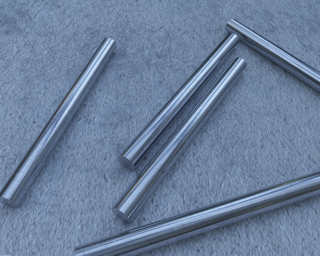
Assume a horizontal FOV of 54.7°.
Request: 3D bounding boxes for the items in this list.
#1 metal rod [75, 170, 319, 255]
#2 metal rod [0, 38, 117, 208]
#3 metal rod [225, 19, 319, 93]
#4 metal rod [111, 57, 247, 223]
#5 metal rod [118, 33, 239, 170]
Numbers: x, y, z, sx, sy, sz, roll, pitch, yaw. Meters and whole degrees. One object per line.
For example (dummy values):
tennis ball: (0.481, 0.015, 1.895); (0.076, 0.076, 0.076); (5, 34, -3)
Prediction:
metal rod: (0.065, 0.090, 0.327); (0.302, 0.025, 0.025); (-14, 52, -12)
metal rod: (-0.125, -0.030, 0.427); (0.025, 0.025, 0.300); (12, 51, 10)
metal rod: (0.215, -0.092, 0.481); (0.025, 0.025, 0.300); (-29, 56, -22)
metal rod: (0.042, -0.004, 0.406); (0.025, 0.025, 0.301); (27, 55, 21)
metal rod: (0.042, -0.055, 0.449); (0.025, 0.025, 0.301); (27, 55, 20)
